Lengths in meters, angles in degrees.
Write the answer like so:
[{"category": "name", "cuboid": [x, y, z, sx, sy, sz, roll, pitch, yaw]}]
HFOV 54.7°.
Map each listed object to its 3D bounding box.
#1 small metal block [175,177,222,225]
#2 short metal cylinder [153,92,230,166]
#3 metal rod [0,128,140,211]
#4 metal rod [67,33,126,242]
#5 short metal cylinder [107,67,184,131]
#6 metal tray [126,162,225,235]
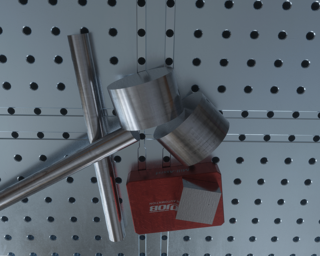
[{"category": "small metal block", "cuboid": [0.050, 0.099, 0.418, 0.050, 0.025, 0.050, 10, 110, -4]}, {"category": "short metal cylinder", "cuboid": [0.038, 0.001, 0.385, 0.080, 0.080, 0.050, -42, 105, 13]}, {"category": "metal rod", "cuboid": [-0.160, 0.070, 0.419, 0.300, 0.025, 0.025, -27, 108, 16]}, {"category": "metal rod", "cuboid": [-0.082, 0.027, 0.422, 0.025, 0.025, 0.298, -6, 110, 2]}, {"category": "short metal cylinder", "cuboid": [-0.017, -0.037, 0.370, 0.080, 0.080, 0.050, -15, 110, 5]}, {"category": "metal tray", "cuboid": [0.023, 0.103, 0.449, 0.131, 0.030, 0.089, -7, 110, 2]}]
